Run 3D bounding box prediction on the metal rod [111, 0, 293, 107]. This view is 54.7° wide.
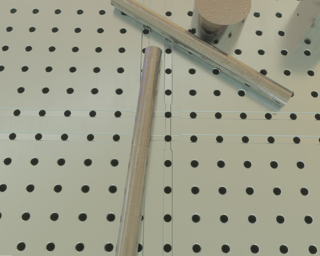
[{"bbox_3d":[0.054,-0.121,0.456,0.301,0.025,0.025,34,73,11],"label":"metal rod"}]

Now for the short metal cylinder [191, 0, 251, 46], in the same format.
[{"bbox_3d":[0.089,-0.171,0.462,0.081,0.050,0.080,0,70,0],"label":"short metal cylinder"}]

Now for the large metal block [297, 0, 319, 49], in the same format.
[{"bbox_3d":[0.242,-0.173,0.449,0.050,0.080,0.080,10,70,3],"label":"large metal block"}]

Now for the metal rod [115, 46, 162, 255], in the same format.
[{"bbox_3d":[-0.025,0.027,0.401,0.025,0.025,0.299,6,70,2],"label":"metal rod"}]
